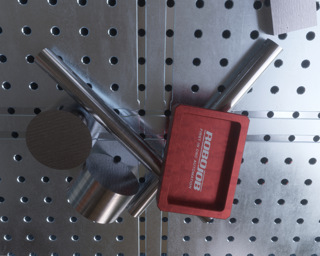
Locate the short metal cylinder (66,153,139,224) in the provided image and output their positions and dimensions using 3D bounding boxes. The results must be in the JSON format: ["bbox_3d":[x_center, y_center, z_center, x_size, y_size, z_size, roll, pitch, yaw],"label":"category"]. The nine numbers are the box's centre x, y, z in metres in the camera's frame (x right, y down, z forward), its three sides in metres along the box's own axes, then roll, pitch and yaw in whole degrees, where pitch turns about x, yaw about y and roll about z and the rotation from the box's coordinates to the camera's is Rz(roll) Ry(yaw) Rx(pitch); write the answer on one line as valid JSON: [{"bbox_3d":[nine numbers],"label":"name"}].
[{"bbox_3d":[-0.075,0.079,0.412,0.080,0.080,0.050,32,107,-12],"label":"short metal cylinder"}]

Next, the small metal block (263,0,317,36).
[{"bbox_3d":[0.152,-0.140,0.364,0.050,0.025,0.050,-13,110,4],"label":"small metal block"}]

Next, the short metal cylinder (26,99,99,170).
[{"bbox_3d":[-0.123,0.007,0.401,0.081,0.050,0.079,0,110,-1],"label":"short metal cylinder"}]

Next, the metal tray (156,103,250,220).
[{"bbox_3d":[0.050,0.040,0.381,0.091,0.030,0.129,9,96,-6],"label":"metal tray"}]

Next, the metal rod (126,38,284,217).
[{"bbox_3d":[0.050,0.010,0.417,0.025,0.025,0.299,35,106,-13],"label":"metal rod"}]

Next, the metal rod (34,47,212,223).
[{"bbox_3d":[-0.039,0.015,0.399,0.300,0.025,0.025,45,104,-8],"label":"metal rod"}]
